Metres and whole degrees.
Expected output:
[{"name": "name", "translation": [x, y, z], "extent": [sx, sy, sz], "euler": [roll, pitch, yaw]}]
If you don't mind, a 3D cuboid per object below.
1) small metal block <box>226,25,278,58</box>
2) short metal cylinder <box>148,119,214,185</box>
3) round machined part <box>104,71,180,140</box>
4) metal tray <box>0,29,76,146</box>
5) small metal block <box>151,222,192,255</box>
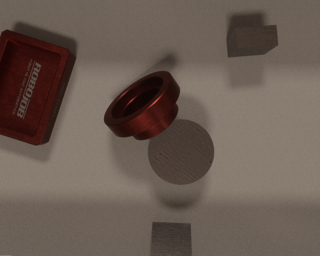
[{"name": "small metal block", "translation": [0.117, -0.111, 0.400], "extent": [0.050, 0.050, 0.025], "euler": [-5, 90, -1]}, {"name": "short metal cylinder", "translation": [0.025, 0.029, 0.399], "extent": [0.081, 0.050, 0.079], "euler": [0, 90, -1]}, {"name": "round machined part", "translation": [-0.017, -0.023, 0.381], "extent": [0.098, 0.098, 0.042], "euler": [-38, 118, 0]}, {"name": "metal tray", "translation": [-0.176, -0.051, 0.406], "extent": [0.090, 0.030, 0.129], "euler": [18, 90, -1]}, {"name": "small metal block", "translation": [0.014, 0.151, 0.398], "extent": [0.050, 0.025, 0.050], "euler": [3, 48, 0]}]
